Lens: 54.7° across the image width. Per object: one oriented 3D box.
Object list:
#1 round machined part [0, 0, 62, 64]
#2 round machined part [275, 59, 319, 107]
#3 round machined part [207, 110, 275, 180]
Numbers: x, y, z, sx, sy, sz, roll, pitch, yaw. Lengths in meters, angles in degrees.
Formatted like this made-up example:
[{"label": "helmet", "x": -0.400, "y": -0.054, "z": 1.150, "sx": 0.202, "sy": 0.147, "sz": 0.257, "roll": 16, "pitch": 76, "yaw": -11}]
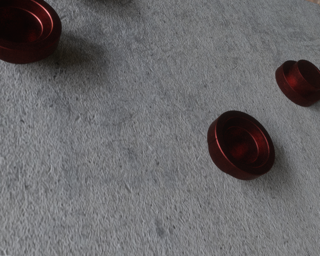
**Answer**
[{"label": "round machined part", "x": -0.172, "y": -0.116, "z": 0.371, "sx": 0.099, "sy": 0.042, "sz": 0.098, "roll": 14, "pitch": 56, "yaw": -21}, {"label": "round machined part", "x": 0.276, "y": -0.093, "z": 0.598, "sx": 0.099, "sy": 0.042, "sz": 0.098, "roll": 14, "pitch": 56, "yaw": -21}, {"label": "round machined part", "x": 0.108, "y": 0.027, "z": 0.434, "sx": 0.099, "sy": 0.042, "sz": 0.098, "roll": 14, "pitch": 56, "yaw": -21}]
